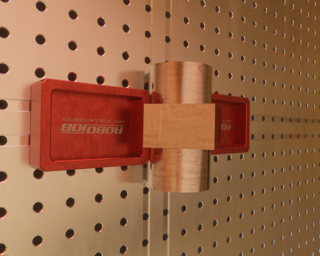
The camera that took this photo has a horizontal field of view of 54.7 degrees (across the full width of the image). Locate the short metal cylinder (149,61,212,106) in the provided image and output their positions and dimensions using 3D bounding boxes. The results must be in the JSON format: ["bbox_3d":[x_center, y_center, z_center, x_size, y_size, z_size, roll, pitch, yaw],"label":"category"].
[{"bbox_3d":[0.025,-0.051,0.394,0.081,0.080,0.050,2,89,-40],"label":"short metal cylinder"}]

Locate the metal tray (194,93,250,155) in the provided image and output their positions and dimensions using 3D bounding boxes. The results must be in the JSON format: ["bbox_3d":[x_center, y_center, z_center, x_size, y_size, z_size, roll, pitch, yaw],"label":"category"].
[{"bbox_3d":[0.089,-0.006,0.480,0.131,0.030,0.089,1,89,-40],"label":"metal tray"}]

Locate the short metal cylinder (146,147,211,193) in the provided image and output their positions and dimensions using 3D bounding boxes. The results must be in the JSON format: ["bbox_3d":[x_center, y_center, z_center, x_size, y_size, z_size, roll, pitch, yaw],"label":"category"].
[{"bbox_3d":[0.023,0.049,0.393,0.081,0.080,0.050,2,89,-40],"label":"short metal cylinder"}]

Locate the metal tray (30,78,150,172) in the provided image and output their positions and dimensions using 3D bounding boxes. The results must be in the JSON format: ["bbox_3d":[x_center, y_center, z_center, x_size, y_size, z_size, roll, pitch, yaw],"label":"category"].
[{"bbox_3d":[-0.072,-0.002,0.345,0.131,0.030,0.089,1,89,-40],"label":"metal tray"}]

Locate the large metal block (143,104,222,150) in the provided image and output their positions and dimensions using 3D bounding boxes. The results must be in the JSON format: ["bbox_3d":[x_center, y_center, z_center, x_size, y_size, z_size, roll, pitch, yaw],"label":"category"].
[{"bbox_3d":[0.031,-0.001,0.380,0.080,0.080,0.050,7,85,-74],"label":"large metal block"}]
